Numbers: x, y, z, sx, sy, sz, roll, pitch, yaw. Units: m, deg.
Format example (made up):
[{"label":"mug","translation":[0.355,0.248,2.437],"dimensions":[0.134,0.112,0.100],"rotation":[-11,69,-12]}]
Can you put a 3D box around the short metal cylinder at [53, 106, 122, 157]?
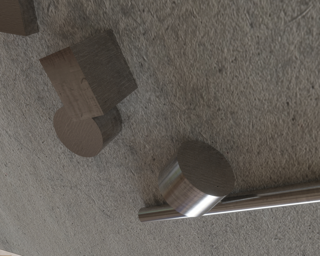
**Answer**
[{"label":"short metal cylinder","translation":[-0.101,-0.005,0.439],"dimensions":[0.080,0.050,0.079],"rotation":[13,124,20]}]

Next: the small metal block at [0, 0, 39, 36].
[{"label":"small metal block","translation":[-0.194,-0.153,0.412],"dimensions":[0.050,0.025,0.050],"rotation":[14,124,20]}]

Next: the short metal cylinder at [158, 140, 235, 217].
[{"label":"short metal cylinder","translation":[0.045,0.062,0.385],"dimensions":[0.080,0.080,0.050],"rotation":[37,129,3]}]

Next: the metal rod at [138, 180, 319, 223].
[{"label":"metal rod","translation":[0.090,0.104,0.422],"dimensions":[0.300,0.025,0.025],"rotation":[-19,109,35]}]

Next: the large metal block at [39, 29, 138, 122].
[{"label":"large metal block","translation":[-0.081,-0.064,0.373],"dimensions":[0.050,0.080,0.080],"rotation":[-11,113,32]}]
